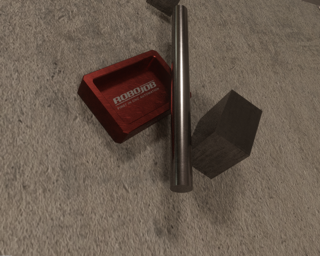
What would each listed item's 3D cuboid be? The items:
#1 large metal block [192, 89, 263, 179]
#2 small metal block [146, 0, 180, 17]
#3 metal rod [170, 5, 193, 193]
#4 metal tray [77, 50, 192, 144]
[{"bbox_3d":[0.081,0.010,0.408,0.050,0.080,0.080,35,51,-6],"label":"large metal block"},{"bbox_3d":[0.009,-0.234,0.553,0.050,0.025,0.050,29,52,-10],"label":"small metal block"},{"bbox_3d":[0.028,-0.060,0.417,0.025,0.025,0.299,15,56,-20],"label":"metal rod"},{"bbox_3d":[-0.030,-0.047,0.414,0.131,0.030,0.090,-32,80,-38],"label":"metal tray"}]
